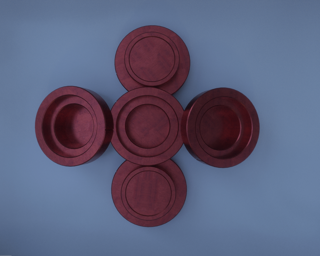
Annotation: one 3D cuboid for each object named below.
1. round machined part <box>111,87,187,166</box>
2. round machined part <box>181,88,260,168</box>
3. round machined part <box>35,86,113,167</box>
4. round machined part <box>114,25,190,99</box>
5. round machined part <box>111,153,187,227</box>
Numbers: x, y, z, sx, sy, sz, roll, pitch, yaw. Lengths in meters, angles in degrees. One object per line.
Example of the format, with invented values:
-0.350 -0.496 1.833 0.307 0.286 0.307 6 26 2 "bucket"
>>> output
-0.016 -0.002 0.400 0.099 0.042 0.097 0 90 0 "round machined part"
0.072 0.000 0.393 0.099 0.042 0.097 0 90 -17 "round machined part"
-0.103 -0.002 0.392 0.098 0.042 0.097 0 90 17 "round machined part"
-0.010 -0.085 0.401 0.099 0.042 0.097 0 90 0 "round machined part"
-0.014 0.080 0.401 0.099 0.042 0.097 0 90 0 "round machined part"
